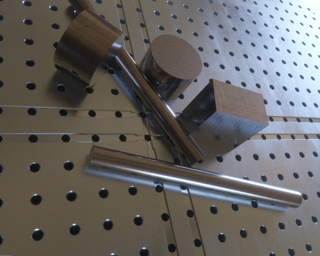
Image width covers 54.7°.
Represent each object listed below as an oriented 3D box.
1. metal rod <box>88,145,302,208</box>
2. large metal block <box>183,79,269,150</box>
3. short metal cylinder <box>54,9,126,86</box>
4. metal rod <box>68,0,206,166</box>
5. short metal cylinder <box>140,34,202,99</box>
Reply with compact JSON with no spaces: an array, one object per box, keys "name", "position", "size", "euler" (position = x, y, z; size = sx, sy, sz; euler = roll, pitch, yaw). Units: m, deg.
[{"name":"metal rod","position":[0.060,0.067,0.398],"size":[0.302,0.025,0.025],"euler":[15,56,-20]},{"name":"large metal block","position":[0.087,-0.015,0.429],"size":[0.081,0.080,0.050],"euler":[13,56,-21]},{"name":"short metal cylinder","position":[-0.086,-0.099,0.387],"size":[0.050,0.080,0.080],"euler":[34,51,-6]},{"name":"metal rod","position":[-0.037,-0.075,0.433],"size":[0.025,0.025,0.299],"euler":[-29,78,-37]},{"name":"short metal cylinder","position":[0.014,-0.089,0.454],"size":[0.081,0.050,0.080],"euler":[14,56,-21]}]
